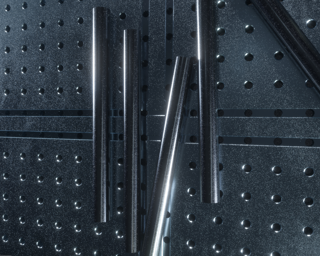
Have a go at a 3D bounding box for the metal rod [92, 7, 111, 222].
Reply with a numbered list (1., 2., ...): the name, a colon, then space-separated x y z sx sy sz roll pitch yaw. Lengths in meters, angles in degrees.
1. metal rod: -0.083 -0.019 0.440 0.025 0.025 0.298 0 90 19

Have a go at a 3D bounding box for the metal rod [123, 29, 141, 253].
1. metal rod: -0.038 0.017 0.424 0.025 0.025 0.298 0 90 19

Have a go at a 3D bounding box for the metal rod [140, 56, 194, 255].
1. metal rod: 0.006 0.057 0.409 0.025 0.025 0.298 11 94 19

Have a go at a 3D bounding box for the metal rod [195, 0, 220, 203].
1. metal rod: 0.060 -0.057 0.391 0.025 0.025 0.298 -1 90 19

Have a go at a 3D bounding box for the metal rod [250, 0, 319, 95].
1. metal rod: 0.161 -0.092 0.355 0.025 0.025 0.299 -35 79 16
